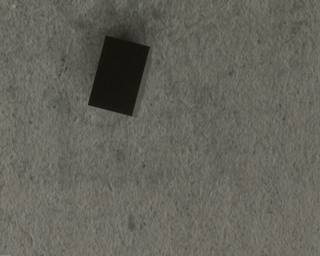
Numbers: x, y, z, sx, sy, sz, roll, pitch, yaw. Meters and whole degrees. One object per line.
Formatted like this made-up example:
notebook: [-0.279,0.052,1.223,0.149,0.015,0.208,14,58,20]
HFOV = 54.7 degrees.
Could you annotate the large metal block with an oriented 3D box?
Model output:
large metal block: [-0.046,-0.058,0.382,0.050,0.080,0.080,14,90,0]
